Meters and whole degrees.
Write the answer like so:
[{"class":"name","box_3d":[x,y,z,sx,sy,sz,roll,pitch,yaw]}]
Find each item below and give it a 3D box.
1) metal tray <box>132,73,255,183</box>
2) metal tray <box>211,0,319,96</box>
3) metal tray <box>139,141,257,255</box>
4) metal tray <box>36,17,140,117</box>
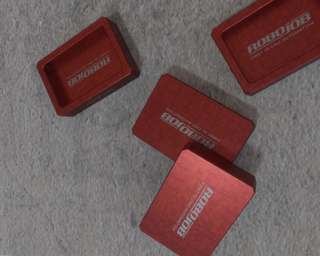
[{"class":"metal tray","box_3d":[0.040,0.000,0.392,0.130,0.030,0.090,32,100,16]},{"class":"metal tray","box_3d":[0.138,-0.107,0.357,0.130,0.030,0.090,-30,81,17]},{"class":"metal tray","box_3d":[0.042,0.092,0.370,0.090,0.030,0.129,31,112,9]},{"class":"metal tray","box_3d":[-0.104,-0.083,0.441,0.130,0.030,0.090,-28,81,17]}]
